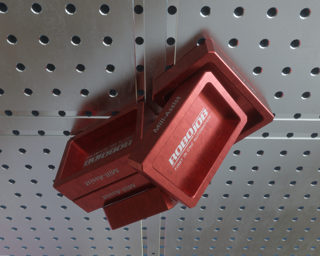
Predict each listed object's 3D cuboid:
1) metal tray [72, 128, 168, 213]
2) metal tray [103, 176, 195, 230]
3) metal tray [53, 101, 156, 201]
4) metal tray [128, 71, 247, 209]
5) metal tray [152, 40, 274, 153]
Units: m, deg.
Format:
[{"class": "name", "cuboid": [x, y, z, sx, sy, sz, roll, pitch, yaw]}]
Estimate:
[{"class": "metal tray", "cuboid": [-0.050, 0.048, 0.407, 0.130, 0.090, 0.030, -26, 126, 20]}, {"class": "metal tray", "cuboid": [-0.007, 0.093, 0.430, 0.090, 0.131, 0.030, -25, 84, 20]}, {"class": "metal tray", "cuboid": [-0.067, 0.028, 0.391, 0.130, 0.090, 0.030, -26, 126, 20]}, {"class": "metal tray", "cuboid": [0.036, 0.012, 0.348, 0.090, 0.030, 0.130, 43, 73, -30]}, {"class": "metal tray", "cuboid": [0.066, -0.032, 0.380, 0.090, 0.030, 0.130, -36, 122, 26]}]
